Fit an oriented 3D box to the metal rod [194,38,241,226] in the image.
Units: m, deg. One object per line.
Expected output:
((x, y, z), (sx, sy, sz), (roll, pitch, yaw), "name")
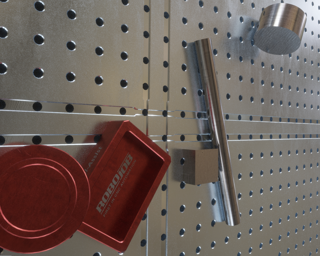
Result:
((0.093, 0.012, 0.489), (0.025, 0.025, 0.298), (-19, 102, -39), "metal rod")

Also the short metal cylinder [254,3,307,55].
((0.215, -0.176, 0.557), (0.080, 0.080, 0.050), (33, 70, -36), "short metal cylinder")

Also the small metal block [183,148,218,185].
((0.061, 0.056, 0.463), (0.050, 0.025, 0.050), (0, 90, -40), "small metal block")

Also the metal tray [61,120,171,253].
((-0.049, 0.066, 0.366), (0.090, 0.030, 0.130), (43, 64, -32), "metal tray")

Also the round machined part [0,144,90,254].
((-0.113, 0.063, 0.283), (0.099, 0.042, 0.098), (5, 76, -21), "round machined part")
